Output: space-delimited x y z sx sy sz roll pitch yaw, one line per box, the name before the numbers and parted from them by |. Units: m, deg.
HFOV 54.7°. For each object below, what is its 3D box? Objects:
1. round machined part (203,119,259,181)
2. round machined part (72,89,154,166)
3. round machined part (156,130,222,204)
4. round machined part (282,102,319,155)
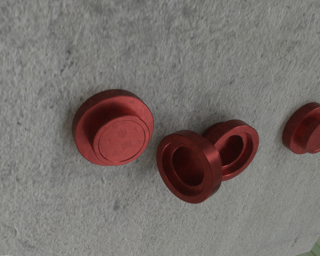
round machined part | 0.097 0.030 0.468 0.099 0.042 0.097 -16 126 -23
round machined part | -0.052 0.006 0.373 0.099 0.042 0.097 -14 125 -21
round machined part | 0.044 0.049 0.420 0.042 0.098 0.097 -21 130 -41
round machined part | 0.272 0.007 0.552 0.099 0.042 0.097 -14 125 -21
